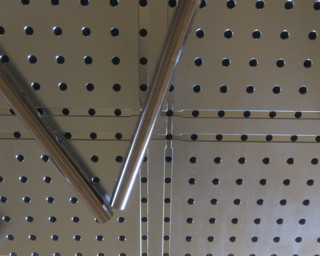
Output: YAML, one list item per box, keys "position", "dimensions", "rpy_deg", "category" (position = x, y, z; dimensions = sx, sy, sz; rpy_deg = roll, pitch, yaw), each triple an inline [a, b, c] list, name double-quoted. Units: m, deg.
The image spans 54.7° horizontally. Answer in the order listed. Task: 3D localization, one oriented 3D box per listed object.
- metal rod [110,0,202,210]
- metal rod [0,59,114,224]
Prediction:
- position: [-0.012, -0.020, 0.405]
  dimensions: [0.025, 0.025, 0.298]
  rpy_deg: [18, 109, -7]
  category: "metal rod"
- position: [-0.154, 0.012, 0.416]
  dimensions: [0.025, 0.025, 0.299]
  rpy_deg: [-28, 108, 10]
  category: "metal rod"
